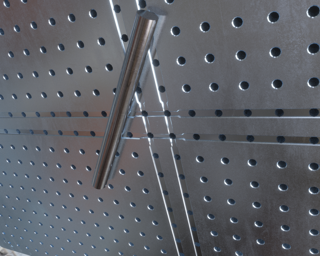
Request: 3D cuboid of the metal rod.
[{"bbox_3d":[-0.058,-0.015,0.432,0.025,0.025,0.298,30,128,9],"label":"metal rod"}]
